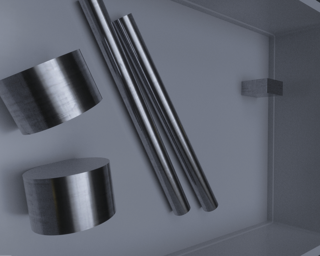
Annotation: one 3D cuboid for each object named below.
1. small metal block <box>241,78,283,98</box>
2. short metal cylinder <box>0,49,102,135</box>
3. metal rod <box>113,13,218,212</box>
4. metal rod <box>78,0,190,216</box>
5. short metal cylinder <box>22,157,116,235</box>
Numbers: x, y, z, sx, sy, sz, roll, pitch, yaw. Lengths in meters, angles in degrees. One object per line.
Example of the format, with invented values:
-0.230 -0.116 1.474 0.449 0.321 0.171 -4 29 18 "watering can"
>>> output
0.179 -0.069 0.544 0.050 0.050 0.025 2 89 -40 "small metal block"
-0.101 -0.035 0.287 0.081 0.080 0.050 -35 112 -35 "short metal cylinder"
0.016 -0.006 0.421 0.025 0.025 0.299 -40 115 -33 "metal rod"
-0.024 -0.016 0.388 0.025 0.025 0.299 -36 112 -34 "metal rod"
-0.086 0.062 0.300 0.081 0.080 0.050 -12 98 -40 "short metal cylinder"
